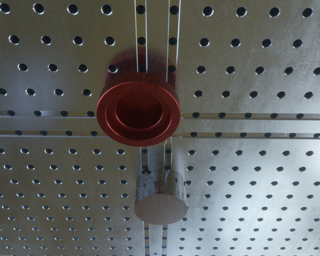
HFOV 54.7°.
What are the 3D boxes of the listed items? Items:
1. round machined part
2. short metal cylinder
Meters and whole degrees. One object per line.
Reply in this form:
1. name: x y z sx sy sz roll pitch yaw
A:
1. round machined part: -0.025 -0.026 0.378 0.099 0.042 0.097 0 130 0
2. short metal cylinder: 0.001 0.109 0.488 0.080 0.050 0.079 0 130 0
